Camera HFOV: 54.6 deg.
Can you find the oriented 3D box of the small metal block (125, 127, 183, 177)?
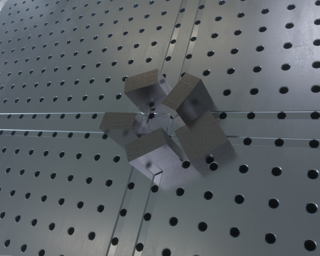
[{"bbox_3d":[-0.007,0.031,0.378,0.050,0.050,0.025,-26,53,12],"label":"small metal block"}]

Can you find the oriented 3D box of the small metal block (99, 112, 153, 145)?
[{"bbox_3d":[-0.044,0.002,0.415,0.050,0.050,0.025,2,63,29],"label":"small metal block"}]

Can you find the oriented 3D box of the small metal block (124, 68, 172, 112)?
[{"bbox_3d":[-0.015,-0.051,0.433,0.050,0.050,0.025,-13,56,21],"label":"small metal block"}]

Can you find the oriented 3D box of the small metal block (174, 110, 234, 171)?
[{"bbox_3d":[0.052,0.015,0.373,0.050,0.025,0.050,-32,52,8],"label":"small metal block"}]

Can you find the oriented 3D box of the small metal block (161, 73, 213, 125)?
[{"bbox_3d":[0.036,-0.033,0.394,0.025,0.050,0.050,32,79,38],"label":"small metal block"}]
